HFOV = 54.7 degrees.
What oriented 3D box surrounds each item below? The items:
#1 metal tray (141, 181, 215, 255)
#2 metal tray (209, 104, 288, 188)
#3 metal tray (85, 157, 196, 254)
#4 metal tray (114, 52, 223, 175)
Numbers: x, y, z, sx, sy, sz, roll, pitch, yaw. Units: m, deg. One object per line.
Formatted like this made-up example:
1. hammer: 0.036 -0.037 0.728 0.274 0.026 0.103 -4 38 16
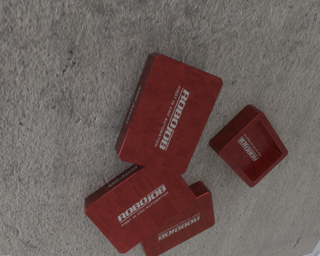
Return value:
1. metal tray: 0.025 0.152 0.511 0.131 0.030 0.089 -23 127 -14
2. metal tray: 0.148 0.033 0.504 0.090 0.030 0.130 -45 129 3
3. metal tray: -0.027 0.101 0.432 0.130 0.030 0.090 -35 109 -5
4. metal tray: 0.010 -0.015 0.376 0.091 0.030 0.129 17 101 -22
